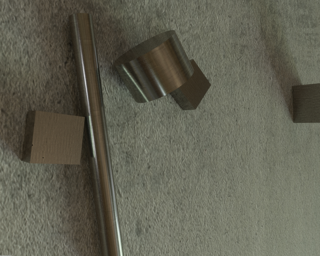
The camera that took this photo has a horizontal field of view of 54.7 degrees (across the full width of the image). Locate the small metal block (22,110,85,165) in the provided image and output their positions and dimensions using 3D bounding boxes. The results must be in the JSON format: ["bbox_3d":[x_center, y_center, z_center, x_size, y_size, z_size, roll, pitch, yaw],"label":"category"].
[{"bbox_3d":[-0.108,0.011,0.315,0.050,0.025,0.050,8,85,-40],"label":"small metal block"}]

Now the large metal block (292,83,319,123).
[{"bbox_3d":[0.330,-0.052,0.650,0.050,0.080,0.079,-7,95,-40],"label":"large metal block"}]

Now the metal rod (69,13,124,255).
[{"bbox_3d":[-0.069,0.027,0.348,0.025,0.025,0.298,-11,97,-40],"label":"metal rod"}]

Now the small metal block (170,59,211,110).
[{"bbox_3d":[0.040,-0.061,0.440,0.050,0.025,0.050,49,61,-29],"label":"small metal block"}]

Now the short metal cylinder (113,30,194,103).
[{"bbox_3d":[-0.007,-0.073,0.365,0.080,0.080,0.050,-45,118,-31],"label":"short metal cylinder"}]
